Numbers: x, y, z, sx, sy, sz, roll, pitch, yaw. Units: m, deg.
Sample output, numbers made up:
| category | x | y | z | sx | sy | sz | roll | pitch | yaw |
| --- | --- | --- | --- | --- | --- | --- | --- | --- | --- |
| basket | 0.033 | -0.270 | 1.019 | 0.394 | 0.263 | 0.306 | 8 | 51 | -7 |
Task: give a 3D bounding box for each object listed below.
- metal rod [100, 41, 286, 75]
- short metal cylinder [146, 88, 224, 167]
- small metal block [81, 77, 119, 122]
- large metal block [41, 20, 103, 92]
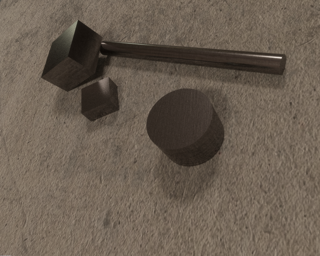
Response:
| category | x | y | z | sx | sy | sz | roll | pitch | yaw |
| --- | --- | --- | --- | --- | --- | --- | --- | --- | --- |
| metal rod | 0.026 | -0.107 | 0.454 | 0.300 | 0.025 | 0.025 | 14 | 69 | 33 |
| short metal cylinder | 0.031 | 0.000 | 0.371 | 0.080 | 0.050 | 0.080 | -13 | 56 | 20 |
| small metal block | -0.093 | -0.045 | 0.478 | 0.050 | 0.025 | 0.050 | -21 | 54 | 15 |
| large metal block | -0.147 | -0.120 | 0.522 | 0.080 | 0.050 | 0.080 | -22 | 51 | 37 |
